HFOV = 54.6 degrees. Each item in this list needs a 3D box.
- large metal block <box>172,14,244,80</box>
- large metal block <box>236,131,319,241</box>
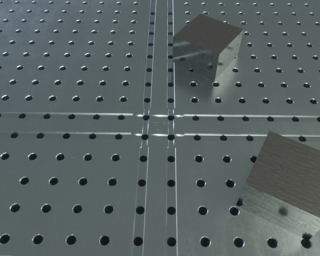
[{"bbox_3d":[0.077,-0.134,0.504,0.080,0.050,0.080,29,56,22],"label":"large metal block"},{"bbox_3d":[0.141,0.061,0.341,0.080,0.050,0.080,24,54,19],"label":"large metal block"}]
